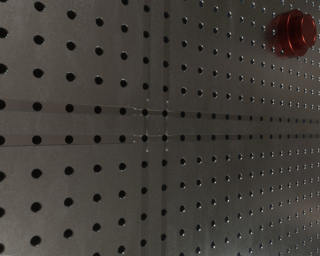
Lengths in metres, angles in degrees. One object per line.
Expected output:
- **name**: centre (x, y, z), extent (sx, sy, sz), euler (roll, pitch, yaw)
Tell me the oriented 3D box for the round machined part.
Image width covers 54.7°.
- **round machined part**: centre (0.291, -0.198, 0.646), extent (0.099, 0.042, 0.097), euler (0, 90, -40)
